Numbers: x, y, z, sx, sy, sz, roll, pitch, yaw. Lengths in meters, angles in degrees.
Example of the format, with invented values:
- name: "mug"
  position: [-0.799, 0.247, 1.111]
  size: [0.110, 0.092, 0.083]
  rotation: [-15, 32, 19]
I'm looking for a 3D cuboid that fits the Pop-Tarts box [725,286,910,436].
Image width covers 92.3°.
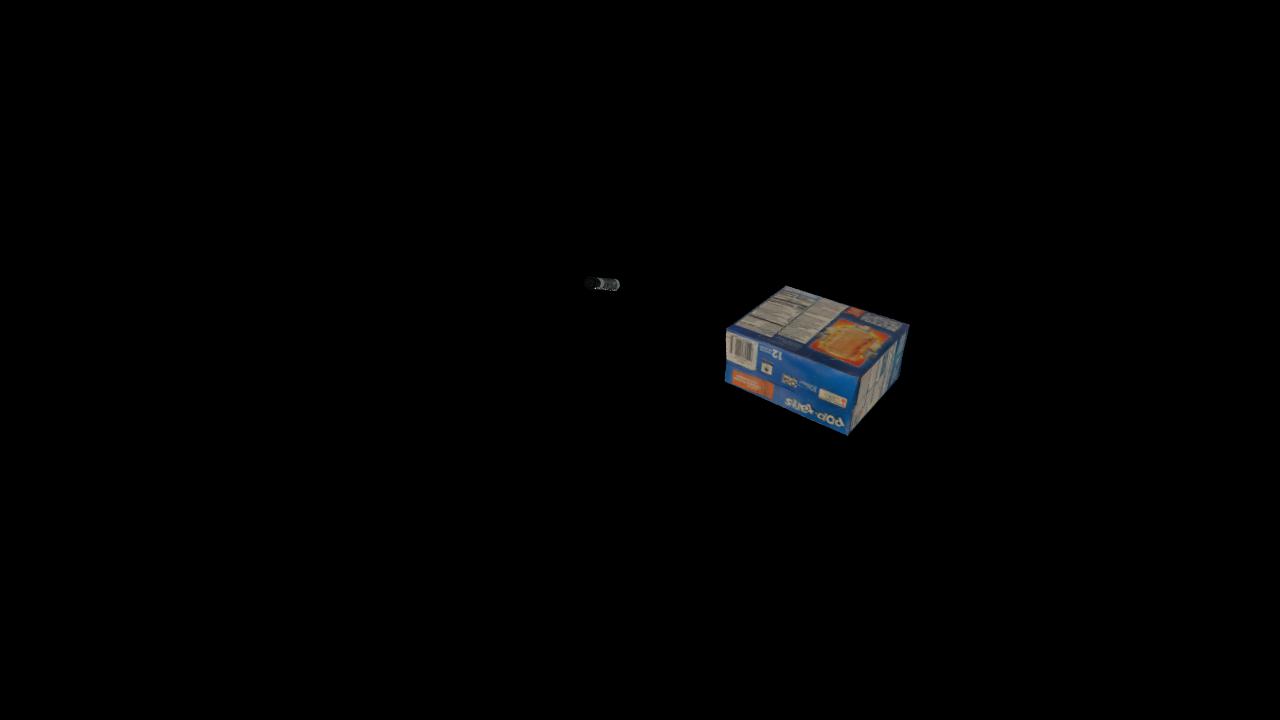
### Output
- name: "Pop-Tarts box"
  position: [0.210, -0.007, 0.742]
  size: [0.167, 0.083, 0.141]
  rotation: [25, 43, 33]

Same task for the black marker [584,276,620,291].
- name: "black marker"
  position: [-0.056, -0.113, 0.914]
  size: [0.020, 0.020, 0.121]
  rotation: [0, 6, 15]
